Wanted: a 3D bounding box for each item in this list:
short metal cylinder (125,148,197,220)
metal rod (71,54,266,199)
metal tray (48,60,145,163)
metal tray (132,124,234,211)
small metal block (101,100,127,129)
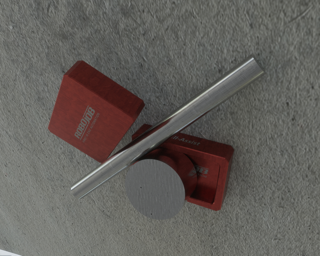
[{"bbox_3d":[0.002,0.070,0.402,0.080,0.050,0.079,6,105,22],"label":"short metal cylinder"},{"bbox_3d":[-0.009,0.013,0.380,0.299,0.025,0.025,-36,99,26],"label":"metal rod"},{"bbox_3d":[-0.085,-0.013,0.389,0.090,0.030,0.129,33,141,-7],"label":"metal tray"},{"bbox_3d":[0.027,0.052,0.420,0.130,0.030,0.089,14,124,19],"label":"metal tray"},{"bbox_3d":[-0.079,-0.020,0.418,0.050,0.050,0.025,9,122,23],"label":"small metal block"}]
